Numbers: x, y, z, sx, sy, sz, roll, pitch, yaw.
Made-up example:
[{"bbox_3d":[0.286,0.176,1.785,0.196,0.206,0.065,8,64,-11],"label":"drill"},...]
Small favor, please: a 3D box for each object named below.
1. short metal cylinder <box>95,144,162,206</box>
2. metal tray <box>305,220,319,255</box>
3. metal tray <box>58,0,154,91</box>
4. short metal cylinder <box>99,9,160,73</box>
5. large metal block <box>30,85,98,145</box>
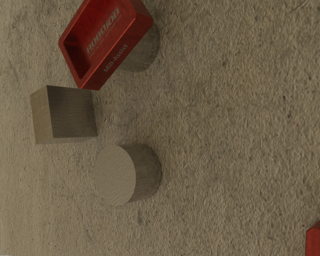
[{"bbox_3d":[-0.044,0.062,0.425,0.080,0.050,0.079,0,90,40],"label":"short metal cylinder"},{"bbox_3d":[0.188,0.134,0.246,0.130,0.030,0.089,3,92,40],"label":"metal tray"},{"bbox_3d":[-0.075,-0.122,0.398,0.129,0.030,0.090,-43,64,31],"label":"metal tray"},{"bbox_3d":[-0.047,-0.120,0.427,0.080,0.050,0.079,0,90,40],"label":"short metal cylinder"},{"bbox_3d":[-0.153,-0.019,0.495,0.050,0.081,0.080,-17,80,39],"label":"large metal block"}]
